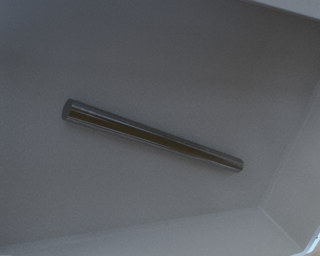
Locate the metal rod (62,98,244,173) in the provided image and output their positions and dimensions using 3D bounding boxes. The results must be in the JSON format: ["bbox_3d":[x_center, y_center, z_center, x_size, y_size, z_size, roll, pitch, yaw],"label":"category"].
[{"bbox_3d":[0.014,0.021,0.426,0.302,0.025,0.025,20,108,-36],"label":"metal rod"}]
